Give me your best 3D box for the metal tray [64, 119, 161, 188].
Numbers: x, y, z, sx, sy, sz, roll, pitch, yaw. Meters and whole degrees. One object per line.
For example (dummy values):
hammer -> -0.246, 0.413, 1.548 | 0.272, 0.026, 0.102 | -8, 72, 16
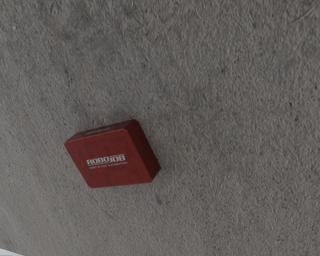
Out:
metal tray -> -0.074, 0.043, 0.470 | 0.130, 0.030, 0.090 | -12, 112, 33
